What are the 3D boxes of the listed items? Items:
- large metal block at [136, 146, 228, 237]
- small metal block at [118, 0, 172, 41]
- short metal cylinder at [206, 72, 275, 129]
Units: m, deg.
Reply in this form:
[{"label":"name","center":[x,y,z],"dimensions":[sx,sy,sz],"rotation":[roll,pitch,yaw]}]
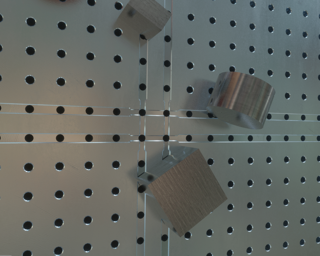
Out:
[{"label":"large metal block","center":[0.029,0.081,0.411],"dimensions":[0.080,0.050,0.080],"rotation":[-34,101,-17]},{"label":"small metal block","center":[-0.020,-0.142,0.393],"dimensions":[0.050,0.050,0.025],"rotation":[34,79,-17]},{"label":"short metal cylinder","center":[0.110,-0.036,0.426],"dimensions":[0.080,0.080,0.050],"rotation":[24,82,-19]}]
